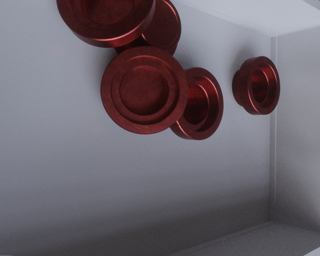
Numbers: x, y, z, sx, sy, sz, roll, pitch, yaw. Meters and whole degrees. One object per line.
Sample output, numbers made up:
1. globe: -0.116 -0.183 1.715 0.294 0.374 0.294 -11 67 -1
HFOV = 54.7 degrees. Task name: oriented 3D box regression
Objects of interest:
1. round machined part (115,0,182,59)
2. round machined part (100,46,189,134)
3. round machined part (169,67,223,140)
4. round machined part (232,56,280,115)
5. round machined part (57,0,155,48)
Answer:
1. round machined part: -0.012 -0.126 0.385 0.099 0.042 0.097 0 90 -40
2. round machined part: -0.020 -0.043 0.362 0.099 0.042 0.097 -1 95 -12
3. round machined part: 0.040 -0.032 0.429 0.099 0.042 0.097 0 90 -40
4. round machined part: 0.161 -0.070 0.530 0.099 0.042 0.097 0 90 -40
5. round machined part: -0.054 -0.131 0.328 0.099 0.042 0.097 0 83 2
